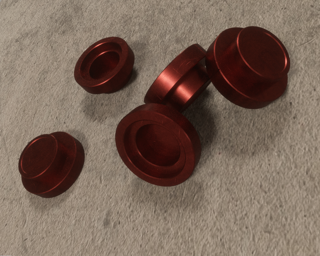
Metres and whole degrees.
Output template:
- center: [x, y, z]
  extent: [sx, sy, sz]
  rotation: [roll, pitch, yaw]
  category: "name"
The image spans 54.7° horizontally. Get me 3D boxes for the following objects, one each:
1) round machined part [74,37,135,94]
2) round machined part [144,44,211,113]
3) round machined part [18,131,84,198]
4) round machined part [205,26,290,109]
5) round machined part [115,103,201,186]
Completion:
- center: [-0.083, -0.094, 0.492]
  extent: [0.098, 0.042, 0.098]
  rotation: [-13, 56, 20]
  category: "round machined part"
- center: [0.029, -0.053, 0.384]
  extent: [0.042, 0.098, 0.098]
  rotation: [44, 86, 6]
  category: "round machined part"
- center: [-0.162, 0.048, 0.447]
  extent: [0.098, 0.042, 0.098]
  rotation: [-13, 56, 20]
  category: "round machined part"
- center: [0.104, -0.074, 0.347]
  extent: [0.042, 0.099, 0.098]
  rotation: [134, 150, -58]
  category: "round machined part"
- center: [0.001, 0.016, 0.358]
  extent: [0.098, 0.097, 0.042]
  rotation: [1, 27, 28]
  category: "round machined part"
